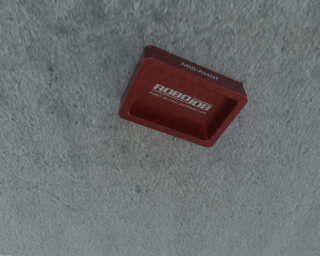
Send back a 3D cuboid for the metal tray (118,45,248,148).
[{"bbox_3d":[0.026,-0.033,0.375,0.131,0.030,0.089,19,128,-16],"label":"metal tray"}]
